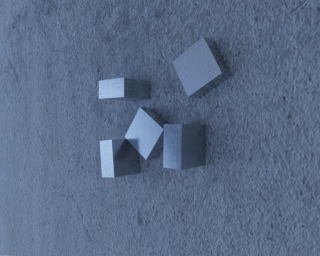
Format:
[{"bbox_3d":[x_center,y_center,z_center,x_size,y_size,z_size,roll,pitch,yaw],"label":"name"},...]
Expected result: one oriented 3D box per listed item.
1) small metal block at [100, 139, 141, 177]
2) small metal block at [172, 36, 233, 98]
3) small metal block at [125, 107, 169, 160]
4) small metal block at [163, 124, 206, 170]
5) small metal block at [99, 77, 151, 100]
[{"bbox_3d":[-0.055,0.041,0.434,0.025,0.050,0.050,-7,86,40],"label":"small metal block"},{"bbox_3d":[0.049,-0.070,0.365,0.050,0.025,0.050,-35,69,34],"label":"small metal block"},{"bbox_3d":[-0.014,0.007,0.417,0.050,0.025,0.050,44,116,31],"label":"small metal block"},{"bbox_3d":[0.030,0.020,0.364,0.025,0.050,0.050,2,91,40],"label":"small metal block"},{"bbox_3d":[-0.049,-0.052,0.429,0.050,0.050,0.025,1,91,40],"label":"small metal block"}]
